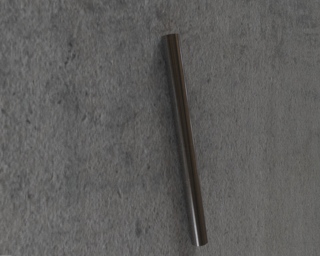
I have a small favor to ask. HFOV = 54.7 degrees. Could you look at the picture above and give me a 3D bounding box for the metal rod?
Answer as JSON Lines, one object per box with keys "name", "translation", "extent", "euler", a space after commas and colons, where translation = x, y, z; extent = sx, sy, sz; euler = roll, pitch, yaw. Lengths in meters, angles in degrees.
{"name": "metal rod", "translation": [0.036, 0.021, 0.437], "extent": [0.025, 0.025, 0.298], "euler": [-15, 100, -39]}
